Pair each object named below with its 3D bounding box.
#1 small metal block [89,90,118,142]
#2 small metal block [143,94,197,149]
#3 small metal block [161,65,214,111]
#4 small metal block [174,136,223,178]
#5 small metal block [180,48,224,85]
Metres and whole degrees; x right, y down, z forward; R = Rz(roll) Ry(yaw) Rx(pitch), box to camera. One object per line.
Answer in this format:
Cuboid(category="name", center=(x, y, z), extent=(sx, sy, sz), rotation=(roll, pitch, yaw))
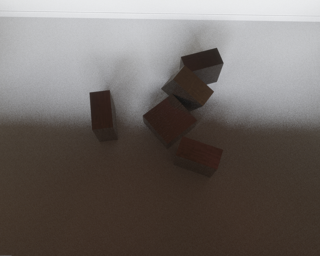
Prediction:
Cuboid(category="small metal block", center=(-0.072, -0.014, 0.401), extent=(0.025, 0.050, 0.050), rotation=(-8, 70, -3))
Cuboid(category="small metal block", center=(0.013, -0.009, 0.413), extent=(0.050, 0.025, 0.050), rotation=(-38, 75, -13))
Cuboid(category="small metal block", center=(0.035, -0.050, 0.407), extent=(0.050, 0.050, 0.025), rotation=(41, 74, -9))
Cuboid(category="small metal block", center=(0.046, 0.037, 0.383), extent=(0.050, 0.050, 0.025), rotation=(19, 71, 6))
Cuboid(category="small metal block", center=(0.055, -0.080, 0.426), extent=(0.050, 0.050, 0.025), rotation=(-16, 70, -6))
